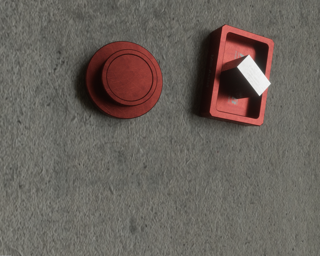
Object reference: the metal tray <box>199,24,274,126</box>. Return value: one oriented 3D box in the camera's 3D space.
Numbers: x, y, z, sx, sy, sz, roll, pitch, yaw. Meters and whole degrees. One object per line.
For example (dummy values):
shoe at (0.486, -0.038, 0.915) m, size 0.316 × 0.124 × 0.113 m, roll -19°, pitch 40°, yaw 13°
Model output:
metal tray at (0.112, -0.073, 0.449) m, size 0.091 × 0.030 × 0.129 m, roll 10°, pitch 87°, yaw -20°

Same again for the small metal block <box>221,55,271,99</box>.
small metal block at (0.114, -0.068, 0.426) m, size 0.025 × 0.050 × 0.050 m, roll -46°, pitch 105°, yaw -14°

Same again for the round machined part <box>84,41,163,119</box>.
round machined part at (-0.042, -0.060, 0.385) m, size 0.099 × 0.042 × 0.097 m, roll 0°, pitch 90°, yaw -21°
